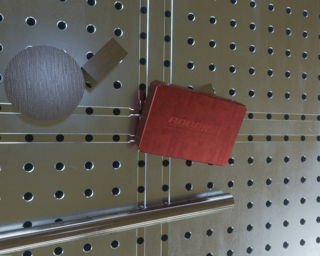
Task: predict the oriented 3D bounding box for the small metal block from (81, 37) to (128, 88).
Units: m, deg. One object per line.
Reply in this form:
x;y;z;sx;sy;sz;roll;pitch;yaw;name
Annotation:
-0.070;-0.077;0.374;0.025;0.050;0.050;46;76;-15;small metal block

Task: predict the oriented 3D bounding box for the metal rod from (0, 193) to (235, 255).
-0.040;0.118;0.399;0.303;0.025;0.025;-5;92;-20;metal rod

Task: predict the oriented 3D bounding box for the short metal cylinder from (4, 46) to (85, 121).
-0.130;-0.048;0.351;0.081;0.050;0.079;0;90;-21;short metal cylinder

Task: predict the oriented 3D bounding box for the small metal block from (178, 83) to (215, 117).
0.053;-0.030;0.434;0.050;0.025;0.050;-25;98;-19;small metal block

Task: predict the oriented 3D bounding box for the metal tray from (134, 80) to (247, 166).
0.041;-0.004;0.412;0.131;0.030;0.089;12;104;-20;metal tray
